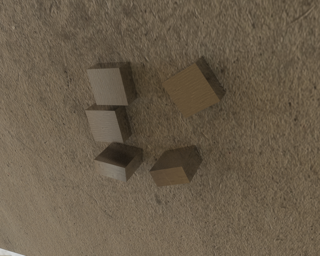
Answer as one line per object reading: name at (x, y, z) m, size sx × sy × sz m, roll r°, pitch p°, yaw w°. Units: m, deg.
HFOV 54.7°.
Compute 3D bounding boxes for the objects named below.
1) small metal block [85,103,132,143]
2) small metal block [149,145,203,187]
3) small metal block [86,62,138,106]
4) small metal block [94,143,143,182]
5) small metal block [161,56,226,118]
small metal block at (-0.072, -0.008, 0.440) m, size 0.050 × 0.025 × 0.050 m, roll 3°, pitch 120°, yaw 27°
small metal block at (0.022, 0.050, 0.410) m, size 0.050 × 0.050 × 0.025 m, roll -14°, pitch 111°, yaw 34°
small metal block at (-0.062, -0.058, 0.404) m, size 0.050 × 0.025 × 0.050 m, roll 3°, pitch 120°, yaw 26°
small metal block at (-0.059, 0.048, 0.452) m, size 0.050 × 0.050 × 0.025 m, roll 12°, pitch 123°, yaw 22°
small metal block at (0.039, -0.046, 0.358) m, size 0.050 × 0.025 × 0.050 m, roll -27°, pitch 104°, yaw 37°
